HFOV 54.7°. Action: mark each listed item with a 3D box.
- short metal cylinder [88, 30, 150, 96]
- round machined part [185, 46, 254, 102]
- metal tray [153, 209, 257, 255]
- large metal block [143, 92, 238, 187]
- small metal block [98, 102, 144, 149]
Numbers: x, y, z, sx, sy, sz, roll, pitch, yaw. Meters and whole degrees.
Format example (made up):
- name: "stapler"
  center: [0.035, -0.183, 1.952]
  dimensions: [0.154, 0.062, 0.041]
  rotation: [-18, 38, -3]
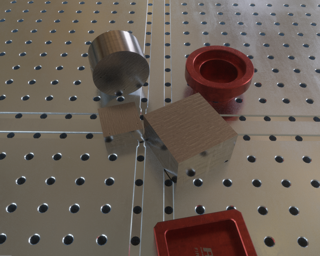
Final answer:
- name: "short metal cylinder"
  center: [-0.060, -0.093, 0.449]
  dimensions: [0.081, 0.080, 0.050]
  rotation: [-12, 51, -11]
- name: "round machined part"
  center: [0.086, -0.077, 0.463]
  dimensions: [0.099, 0.042, 0.098]
  rotation: [0, 50, 0]
- name: "metal tray"
  center: [0.049, 0.146, 0.282]
  dimensions: [0.091, 0.030, 0.130]
  rotation: [-8, 51, -7]
- name: "large metal block"
  center: [0.035, 0.012, 0.382]
  dimensions: [0.081, 0.050, 0.080]
  rotation: [-23, 54, -19]
- name: "small metal block"
  center: [-0.052, -0.004, 0.411]
  dimensions: [0.050, 0.025, 0.050]
  rotation: [-12, 51, -11]
